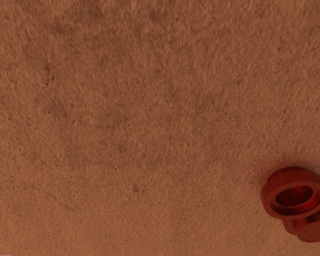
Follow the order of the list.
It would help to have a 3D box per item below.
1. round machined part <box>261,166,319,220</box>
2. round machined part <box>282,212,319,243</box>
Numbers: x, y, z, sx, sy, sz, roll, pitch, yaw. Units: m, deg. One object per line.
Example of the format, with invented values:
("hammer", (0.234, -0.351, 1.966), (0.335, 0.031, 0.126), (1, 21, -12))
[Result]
("round machined part", (0.206, 0.098, 0.483), (0.099, 0.042, 0.097), (-1, 130, 0))
("round machined part", (0.267, 0.164, 0.540), (0.099, 0.042, 0.097), (-1, 130, 0))
